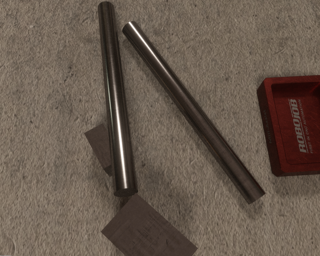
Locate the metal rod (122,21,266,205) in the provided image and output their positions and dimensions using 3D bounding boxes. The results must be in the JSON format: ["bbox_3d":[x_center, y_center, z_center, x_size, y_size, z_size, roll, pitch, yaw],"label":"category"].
[{"bbox_3d":[0.037,-0.032,0.420,0.025,0.025,0.299,-32,73,-11],"label":"metal rod"}]

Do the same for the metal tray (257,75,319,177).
[{"bbox_3d":[0.187,-0.005,0.409,0.091,0.030,0.129,-3,70,-2],"label":"metal tray"}]

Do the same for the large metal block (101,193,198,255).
[{"bbox_3d":[-0.011,0.121,0.335,0.080,0.080,0.050,39,75,12],"label":"large metal block"}]

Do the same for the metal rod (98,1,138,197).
[{"bbox_3d":[-0.059,-0.059,0.397,0.025,0.025,0.299,-9,58,-4],"label":"metal rod"}]

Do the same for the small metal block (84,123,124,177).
[{"bbox_3d":[-0.066,0.029,0.384,0.025,0.050,0.050,-29,73,-10],"label":"small metal block"}]
